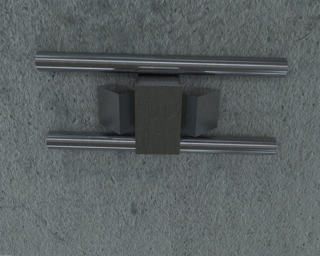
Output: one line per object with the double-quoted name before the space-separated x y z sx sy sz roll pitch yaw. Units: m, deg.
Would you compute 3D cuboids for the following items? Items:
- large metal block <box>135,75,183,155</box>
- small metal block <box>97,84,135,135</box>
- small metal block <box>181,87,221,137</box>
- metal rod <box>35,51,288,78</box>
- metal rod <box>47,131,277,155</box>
"large metal block" -0.002 -0.021 0.376 0.050 0.080 0.079 1 110 -1
"small metal block" -0.054 -0.025 0.386 0.025 0.050 0.050 -15 116 -37
"small metal block" 0.050 -0.021 0.389 0.025 0.050 0.050 17 115 38
"metal rod" 0.003 -0.078 0.382 0.302 0.025 0.025 1 110 -1
"metal rod" 0.003 0.020 0.418 0.302 0.025 0.025 2 110 -1
